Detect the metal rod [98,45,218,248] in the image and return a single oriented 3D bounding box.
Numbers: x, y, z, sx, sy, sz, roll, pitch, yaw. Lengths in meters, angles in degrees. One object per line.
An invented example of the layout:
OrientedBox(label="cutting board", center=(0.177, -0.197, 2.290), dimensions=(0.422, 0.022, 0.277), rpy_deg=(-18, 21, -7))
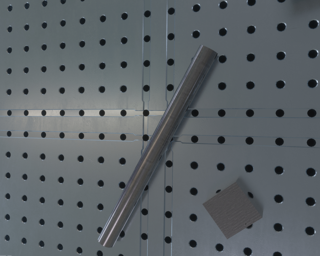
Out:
OrientedBox(label="metal rod", center=(-0.007, 0.031, 0.415), dimensions=(0.025, 0.025, 0.299), rpy_deg=(31, 100, 17))

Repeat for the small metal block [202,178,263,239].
OrientedBox(label="small metal block", center=(0.090, 0.099, 0.381), dimensions=(0.050, 0.025, 0.050), rpy_deg=(-39, 78, 16))
